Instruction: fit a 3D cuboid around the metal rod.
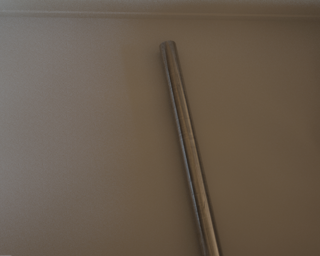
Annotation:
[{"bbox_3d":[0.037,0.018,0.403,0.025,0.025,0.299,-9,70,-4],"label":"metal rod"}]
